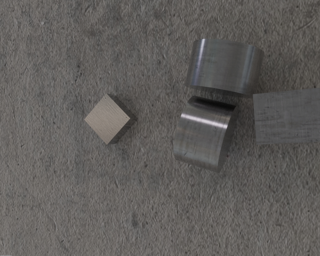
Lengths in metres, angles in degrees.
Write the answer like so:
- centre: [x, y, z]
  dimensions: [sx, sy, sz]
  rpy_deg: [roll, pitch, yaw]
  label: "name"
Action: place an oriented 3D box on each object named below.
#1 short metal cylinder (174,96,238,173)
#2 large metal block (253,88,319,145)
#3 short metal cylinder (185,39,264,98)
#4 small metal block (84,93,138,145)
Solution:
- centre: [0.055, 0.007, 0.360]
  dimensions: [0.050, 0.080, 0.080]
  rpy_deg: [16, 95, 19]
  label: "short metal cylinder"
- centre: [0.145, -0.011, 0.329]
  dimensions: [0.080, 0.080, 0.050]
  rpy_deg: [-4, 89, 20]
  label: "large metal block"
- centre: [0.073, -0.066, 0.354]
  dimensions: [0.080, 0.080, 0.050]
  rpy_deg: [12, 94, 19]
  label: "short metal cylinder"
- centre: [-0.068, -0.012, 0.433]
  dimensions: [0.050, 0.025, 0.050]
  rpy_deg: [46, 104, 14]
  label: "small metal block"
